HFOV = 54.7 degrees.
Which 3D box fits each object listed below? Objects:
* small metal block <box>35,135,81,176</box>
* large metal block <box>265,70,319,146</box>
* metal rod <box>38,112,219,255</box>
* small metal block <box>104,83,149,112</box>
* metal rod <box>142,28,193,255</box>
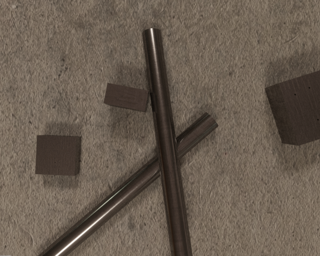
[{"bbox_3d":[-0.133,0.035,0.408,0.050,0.025,0.050,3,90,-1],"label":"small metal block"},{"bbox_3d":[0.194,-0.029,0.400,0.080,0.050,0.080,-18,90,-1],"label":"large metal block"},{"bbox_3d":[-0.045,0.086,0.409,0.300,0.025,0.025,-40,91,-1],"label":"metal rod"},{"bbox_3d":[-0.041,-0.038,0.397,0.050,0.050,0.025,11,90,-1],"label":"small metal block"},{"bbox_3d":[0.008,0.020,0.386,0.025,0.025,0.298,-8,81,-1],"label":"metal rod"}]
